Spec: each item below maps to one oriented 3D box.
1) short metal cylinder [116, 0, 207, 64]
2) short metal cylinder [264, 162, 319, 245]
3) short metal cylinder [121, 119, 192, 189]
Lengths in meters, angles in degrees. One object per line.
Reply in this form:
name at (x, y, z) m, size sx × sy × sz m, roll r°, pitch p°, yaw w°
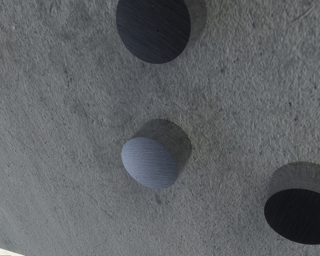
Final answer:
short metal cylinder at (0.002, -0.113, 0.320) m, size 0.080 × 0.050 × 0.079 m, roll 13°, pitch 124°, yaw 21°
short metal cylinder at (0.166, 0.086, 0.356) m, size 0.080 × 0.050 × 0.079 m, roll 13°, pitch 124°, yaw 21°
short metal cylinder at (-0.004, 0.034, 0.414) m, size 0.080 × 0.050 × 0.079 m, roll 13°, pitch 124°, yaw 21°
